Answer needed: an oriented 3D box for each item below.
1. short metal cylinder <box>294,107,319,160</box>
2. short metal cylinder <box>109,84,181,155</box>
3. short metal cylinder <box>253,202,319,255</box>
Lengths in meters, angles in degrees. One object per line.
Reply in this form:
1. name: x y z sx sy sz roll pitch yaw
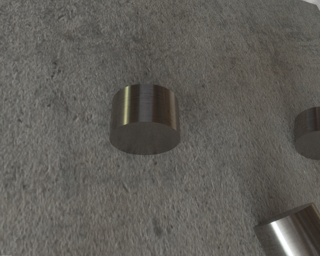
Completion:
1. short metal cylinder: 0.265 0.010 0.508 0.080 0.080 0.050 26 53 -12
2. short metal cylinder: -0.017 -0.008 0.365 0.081 0.080 0.050 12 57 -22
3. short metal cylinder: 0.163 0.131 0.379 0.081 0.080 0.050 -11 68 -33
